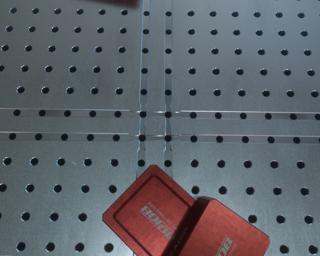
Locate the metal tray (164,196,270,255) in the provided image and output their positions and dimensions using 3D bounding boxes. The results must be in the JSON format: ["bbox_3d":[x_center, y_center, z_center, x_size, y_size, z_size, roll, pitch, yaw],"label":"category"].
[{"bbox_3d":[0.052,0.152,0.336,0.090,0.030,0.130,37,74,-11],"label":"metal tray"}]

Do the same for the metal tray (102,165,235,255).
[{"bbox_3d":[0.009,0.118,0.365,0.130,0.030,0.090,41,75,13],"label":"metal tray"}]
